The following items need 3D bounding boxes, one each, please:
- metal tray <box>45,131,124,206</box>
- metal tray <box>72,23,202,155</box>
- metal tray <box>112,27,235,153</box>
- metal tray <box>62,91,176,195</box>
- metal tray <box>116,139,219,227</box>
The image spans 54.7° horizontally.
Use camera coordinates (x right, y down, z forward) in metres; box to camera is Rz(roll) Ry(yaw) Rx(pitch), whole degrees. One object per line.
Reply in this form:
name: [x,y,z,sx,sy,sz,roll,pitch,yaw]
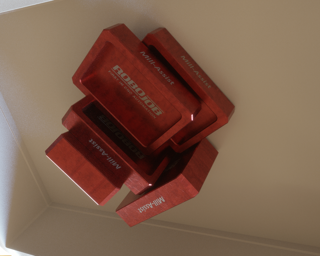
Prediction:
metal tray: [-0.083,0.039,0.406,0.090,0.130,0.030,45,99,-3]
metal tray: [-0.029,-0.040,0.353,0.130,0.030,0.090,45,129,-3]
metal tray: [0.013,-0.041,0.372,0.130,0.030,0.090,48,130,-5]
metal tray: [-0.045,0.009,0.391,0.130,0.090,0.030,45,129,-3]
metal tray: [0.008,0.070,0.402,0.030,0.090,0.129,49,128,-6]
